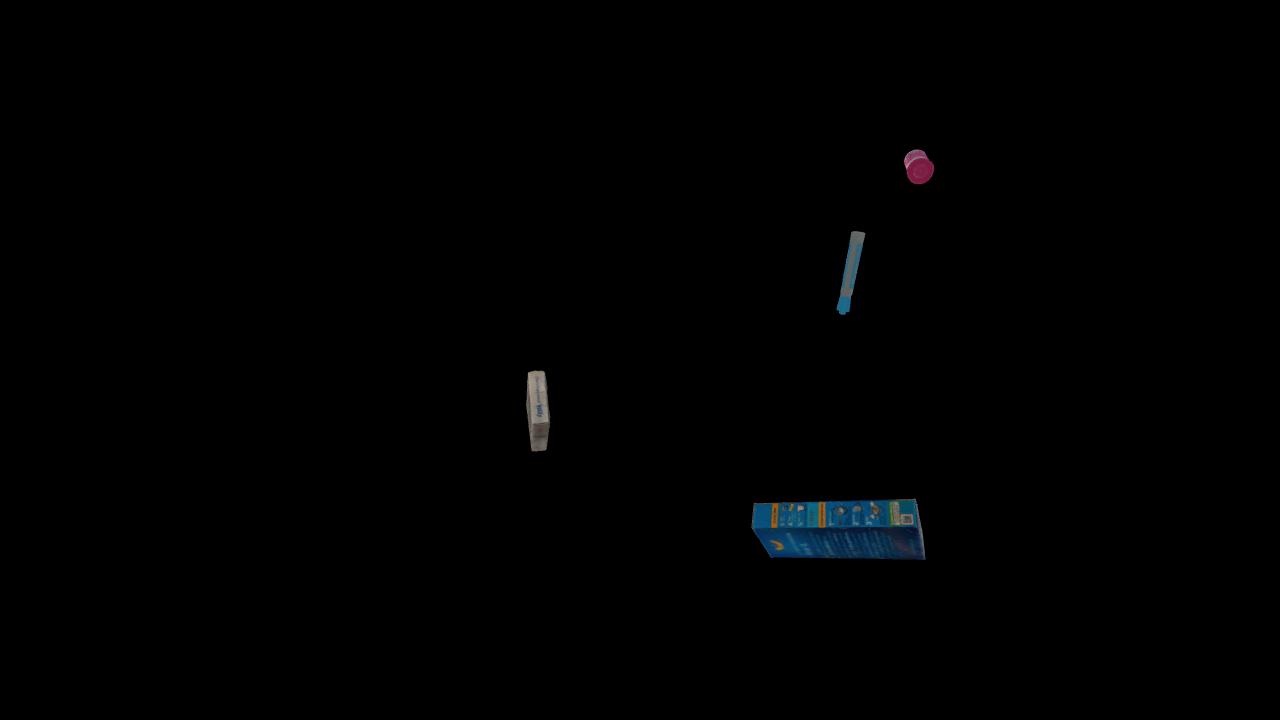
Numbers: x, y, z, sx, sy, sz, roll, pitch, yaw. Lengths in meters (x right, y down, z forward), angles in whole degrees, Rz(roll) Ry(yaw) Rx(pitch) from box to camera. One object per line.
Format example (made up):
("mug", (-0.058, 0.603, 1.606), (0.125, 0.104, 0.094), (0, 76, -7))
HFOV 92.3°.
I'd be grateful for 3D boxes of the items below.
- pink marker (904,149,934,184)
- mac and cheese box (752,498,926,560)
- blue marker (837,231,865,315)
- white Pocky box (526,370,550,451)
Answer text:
("pink marker", (0.229, -0.161, 0.508), (0.020, 0.020, 0.121), (0, 21, 22))
("mac and cheese box", (0.236, 0.204, 0.733), (0.184, 0.041, 0.093), (-7, -40, 25))
("blue marker", (0.303, -0.124, 0.887), (0.020, 0.121, 0.020), (4, 22, -2))
("white Pocky box", (-0.159, 0.083, 0.956), (0.028, 0.084, 0.154), (-5, -22, -13))
